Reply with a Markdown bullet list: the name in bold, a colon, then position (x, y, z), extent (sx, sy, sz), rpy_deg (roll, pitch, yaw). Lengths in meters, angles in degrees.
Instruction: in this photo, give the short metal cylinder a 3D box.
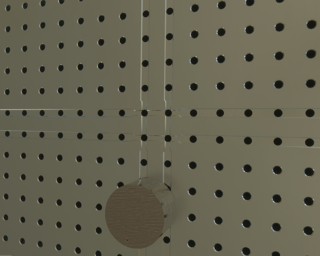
- **short metal cylinder**: position (-0.024, 0.109, 0.407), extent (0.080, 0.050, 0.079), rpy_deg (0, 90, 19)
